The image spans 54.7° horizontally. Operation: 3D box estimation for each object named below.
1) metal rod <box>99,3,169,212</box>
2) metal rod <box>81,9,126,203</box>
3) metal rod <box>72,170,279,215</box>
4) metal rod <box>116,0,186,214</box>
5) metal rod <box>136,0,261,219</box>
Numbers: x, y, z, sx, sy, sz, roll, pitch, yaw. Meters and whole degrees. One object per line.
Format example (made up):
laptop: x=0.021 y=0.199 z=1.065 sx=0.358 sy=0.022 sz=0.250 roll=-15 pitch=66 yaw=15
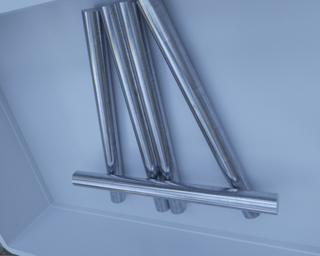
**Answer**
metal rod: x=-0.026 y=-0.009 z=0.415 sx=0.025 sy=0.025 sz=0.298 roll=1 pitch=119 yaw=28
metal rod: x=-0.075 y=-0.011 z=0.440 sx=0.025 sy=0.025 sz=0.298 roll=11 pitch=124 yaw=22
metal rod: x=0.002 y=0.084 z=0.424 sx=0.300 sy=0.025 sz=0.025 roll=2 pitch=119 yaw=27
metal rod: x=-0.004 y=-0.009 z=0.404 sx=0.025 sy=0.025 sz=0.298 roll=1 pitch=119 yaw=28
metal rod: x=0.054 y=-0.014 z=0.370 sx=0.025 sy=0.025 sz=0.299 roll=-17 pitch=110 yaw=35
